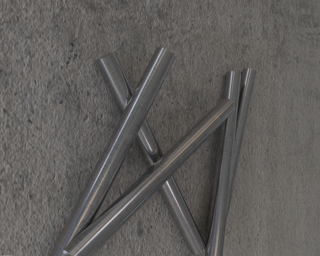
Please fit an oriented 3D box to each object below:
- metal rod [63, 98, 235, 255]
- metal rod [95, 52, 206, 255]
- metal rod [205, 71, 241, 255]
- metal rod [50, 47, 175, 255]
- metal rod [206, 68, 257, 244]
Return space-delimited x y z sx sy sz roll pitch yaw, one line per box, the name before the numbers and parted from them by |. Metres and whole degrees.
metal rod | 0.010 0.045 0.378 0.302 0.025 0.025 -40 115 -37
metal rod | -0.004 0.047 0.401 0.025 0.025 0.299 -38 113 -33
metal rod | 0.097 0.057 0.473 0.025 0.025 0.299 19 74 -39
metal rod | -0.057 0.044 0.335 0.025 0.025 0.299 34 76 -35
metal rod | 0.117 0.044 0.502 0.025 0.025 0.299 24 75 -38
